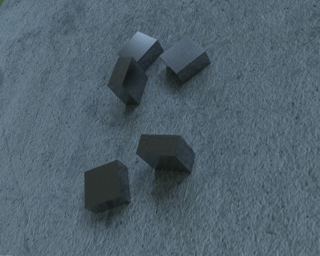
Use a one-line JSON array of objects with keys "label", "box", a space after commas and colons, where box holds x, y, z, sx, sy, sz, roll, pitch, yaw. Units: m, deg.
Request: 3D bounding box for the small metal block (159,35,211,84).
[{"label": "small metal block", "box": [0.036, -0.099, 0.446, 0.050, 0.025, 0.050, -38, 51, 2]}]

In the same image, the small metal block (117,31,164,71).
[{"label": "small metal block", "box": [-0.031, -0.122, 0.495, 0.050, 0.025, 0.050, -49, 52, -7]}]

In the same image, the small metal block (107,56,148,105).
[{"label": "small metal block", "box": [-0.046, -0.068, 0.454, 0.025, 0.050, 0.050, 2, 63, 29]}]

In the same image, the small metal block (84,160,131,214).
[{"label": "small metal block", "box": [-0.067, 0.075, 0.393, 0.050, 0.025, 0.050, -21, 54, 15]}]

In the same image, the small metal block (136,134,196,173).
[{"label": "small metal block", "box": [0.008, 0.030, 0.365, 0.050, 0.050, 0.025, 1, 62, 28]}]
